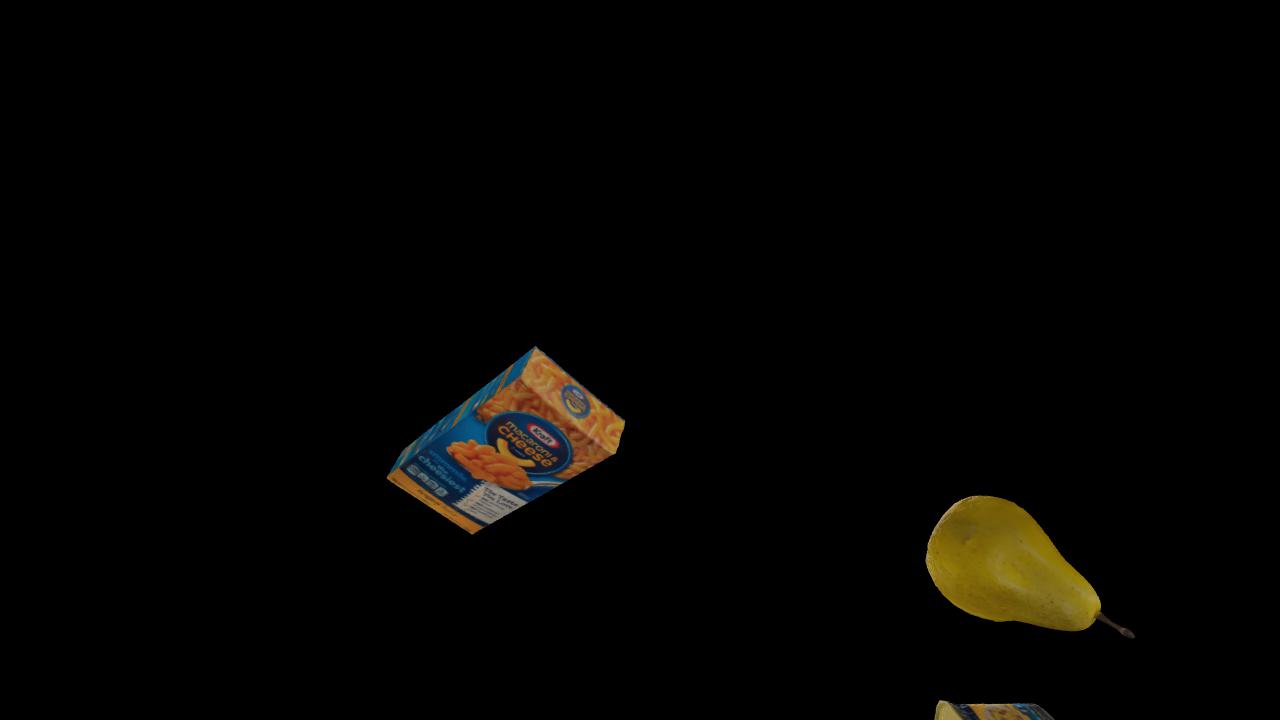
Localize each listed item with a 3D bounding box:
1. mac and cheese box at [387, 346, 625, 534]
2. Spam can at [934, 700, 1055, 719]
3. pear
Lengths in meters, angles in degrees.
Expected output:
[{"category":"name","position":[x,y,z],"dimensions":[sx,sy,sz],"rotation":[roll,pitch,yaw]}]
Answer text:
[{"category":"mac and cheese box","position":[-0.109,0.071,0.482],"dimensions":[0.184,0.093,0.041],"rotation":[-34,24,33]},{"category":"Spam can","position":[0.302,0.323,0.491],"dimensions":[0.085,0.058,0.101],"rotation":[2,10,-5]},{"category":"pear","position":[0.242,0.136,0.385],"dimensions":[0.080,0.080,0.111],"rotation":[0,25,-46]}]
